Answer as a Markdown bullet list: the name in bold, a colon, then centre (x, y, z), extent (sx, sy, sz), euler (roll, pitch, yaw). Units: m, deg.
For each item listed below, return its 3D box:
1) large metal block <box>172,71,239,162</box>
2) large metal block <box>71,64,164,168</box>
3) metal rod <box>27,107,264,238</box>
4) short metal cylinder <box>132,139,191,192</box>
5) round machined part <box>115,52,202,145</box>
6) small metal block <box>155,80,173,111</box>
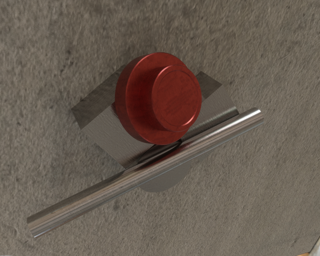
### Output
- **large metal block**: centre (0.055, -0.015, 0.415), extent (0.080, 0.050, 0.080), euler (-41, 130, 0)
- **large metal block**: centre (-0.041, -0.012, 0.362), extent (0.080, 0.050, 0.080), euler (-41, 130, -1)
- **metal rod**: centre (-0.005, 0.046, 0.370), extent (0.302, 0.025, 0.025), euler (-25, 128, -13)
- **short metal cylinder**: centre (-0.005, 0.039, 0.414), extent (0.081, 0.050, 0.079), euler (-14, 125, -21)
- **round machined part**: centre (0.006, -0.030, 0.326), extent (0.099, 0.042, 0.097), euler (-3, 94, -40)
- **small metal block**: centre (0.011, -0.054, 0.381), extent (0.050, 0.025, 0.050), euler (-40, 130, -1)
